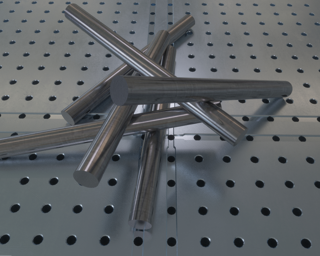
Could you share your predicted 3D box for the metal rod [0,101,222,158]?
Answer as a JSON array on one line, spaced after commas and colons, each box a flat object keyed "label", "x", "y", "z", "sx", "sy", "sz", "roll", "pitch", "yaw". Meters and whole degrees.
[{"label": "metal rod", "x": -0.075, "y": 0.003, "z": 0.381, "sx": 0.301, "sy": 0.025, "sz": 0.025, "roll": -10, "pitch": 51, "yaw": 0}]

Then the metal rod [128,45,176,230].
[{"label": "metal rod", "x": -0.003, "y": -0.013, "z": 0.418, "sx": 0.025, "sy": 0.025, "sz": 0.300, "roll": 5, "pitch": 50, "yaw": 4}]

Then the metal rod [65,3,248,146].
[{"label": "metal rod", "x": -0.020, "y": -0.079, "z": 0.389, "sx": 0.300, "sy": 0.025, "sz": 0.025, "roll": 40, "pitch": 60, "yaw": 22}]

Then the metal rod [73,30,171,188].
[{"label": "metal rod", "x": -0.032, "y": -0.050, "z": 0.395, "sx": 0.025, "sy": 0.025, "sz": 0.301, "roll": 11, "pitch": 43, "yaw": 9}]

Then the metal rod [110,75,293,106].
[{"label": "metal rod", "x": 0.075, "y": -0.044, "z": 0.356, "sx": 0.302, "sy": 0.025, "sz": 0.025, "roll": -7, "pitch": 44, "yaw": -43}]

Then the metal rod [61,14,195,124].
[{"label": "metal rod", "x": -0.035, "y": -0.106, "z": 0.496, "sx": 0.025, "sy": 0.025, "sz": 0.301, "roll": 30, "pitch": 56, "yaw": 22}]
